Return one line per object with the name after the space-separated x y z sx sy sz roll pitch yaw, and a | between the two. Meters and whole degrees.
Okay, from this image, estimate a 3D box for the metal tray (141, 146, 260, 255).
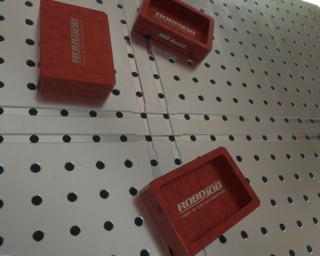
0.053 0.086 0.380 0.131 0.030 0.090 -21 73 -36 | metal tray

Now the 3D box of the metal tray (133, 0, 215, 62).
0.027 -0.177 0.526 0.131 0.030 0.090 22 54 -15 | metal tray

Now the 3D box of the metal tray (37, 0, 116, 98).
-0.112 -0.105 0.409 0.091 0.030 0.130 4 60 -26 | metal tray
